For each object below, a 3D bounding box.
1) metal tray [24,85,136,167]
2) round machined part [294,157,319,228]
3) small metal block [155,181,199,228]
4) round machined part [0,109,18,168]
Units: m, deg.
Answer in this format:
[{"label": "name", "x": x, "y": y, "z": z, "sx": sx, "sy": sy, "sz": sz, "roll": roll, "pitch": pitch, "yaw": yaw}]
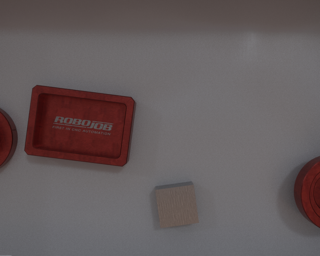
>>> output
[{"label": "metal tray", "x": -0.102, "y": -0.003, "z": 0.407, "sx": 0.131, "sy": 0.030, "sz": 0.089, "roll": 7, "pitch": 90, "yaw": -1}, {"label": "round machined part", "x": 0.224, "y": 0.083, "z": 0.406, "sx": 0.099, "sy": 0.042, "sz": 0.097, "roll": 0, "pitch": 90, "yaw": -1}, {"label": "small metal block", "x": 0.022, "y": 0.101, "z": 0.412, "sx": 0.050, "sy": 0.025, "sz": 0.050, "roll": -8, "pitch": 90, "yaw": -1}, {"label": "round machined part", "x": -0.239, "y": 0.014, "z": 0.394, "sx": 0.099, "sy": 0.042, "sz": 0.097, "roll": 0, "pitch": 91, "yaw": -8}]
